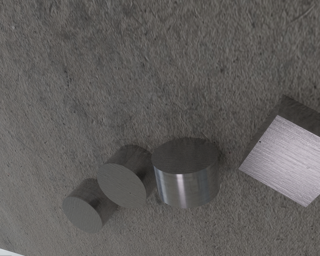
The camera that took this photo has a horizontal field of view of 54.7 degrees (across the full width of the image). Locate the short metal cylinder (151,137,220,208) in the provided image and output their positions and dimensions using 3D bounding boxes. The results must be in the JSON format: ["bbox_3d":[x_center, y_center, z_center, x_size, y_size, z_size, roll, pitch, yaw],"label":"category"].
[{"bbox_3d":[0.033,0.054,0.387,0.080,0.080,0.050,5,121,25],"label":"short metal cylinder"}]

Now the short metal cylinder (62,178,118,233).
[{"bbox_3d":[-0.120,0.135,0.538,0.080,0.050,0.079,13,124,21],"label":"short metal cylinder"}]

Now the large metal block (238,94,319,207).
[{"bbox_3d":[0.143,0.024,0.330,0.080,0.050,0.079,30,128,9],"label":"large metal block"}]

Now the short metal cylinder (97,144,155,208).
[{"bbox_3d":[-0.045,0.071,0.458,0.080,0.050,0.079,13,124,21],"label":"short metal cylinder"}]
